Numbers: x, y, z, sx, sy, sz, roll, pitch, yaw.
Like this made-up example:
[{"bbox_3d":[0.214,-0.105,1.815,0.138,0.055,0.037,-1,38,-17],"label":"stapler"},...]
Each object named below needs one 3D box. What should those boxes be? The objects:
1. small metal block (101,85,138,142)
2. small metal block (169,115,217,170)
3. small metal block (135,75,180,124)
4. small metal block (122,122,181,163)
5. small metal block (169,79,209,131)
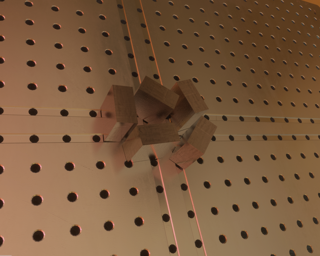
[{"bbox_3d":[-0.050,-0.016,0.374,0.025,0.050,0.050,3,61,-26],"label":"small metal block"},{"bbox_3d":[0.043,0.019,0.402,0.025,0.050,0.050,36,51,-3],"label":"small metal block"},{"bbox_3d":[-0.011,-0.033,0.406,0.050,0.050,0.025,30,53,-10],"label":"small metal block"},{"bbox_3d":[-0.011,0.018,0.374,0.050,0.050,0.025,-5,64,-31],"label":"small metal block"},{"bbox_3d":[0.033,-0.031,0.427,0.025,0.050,0.050,-17,70,-35],"label":"small metal block"}]
